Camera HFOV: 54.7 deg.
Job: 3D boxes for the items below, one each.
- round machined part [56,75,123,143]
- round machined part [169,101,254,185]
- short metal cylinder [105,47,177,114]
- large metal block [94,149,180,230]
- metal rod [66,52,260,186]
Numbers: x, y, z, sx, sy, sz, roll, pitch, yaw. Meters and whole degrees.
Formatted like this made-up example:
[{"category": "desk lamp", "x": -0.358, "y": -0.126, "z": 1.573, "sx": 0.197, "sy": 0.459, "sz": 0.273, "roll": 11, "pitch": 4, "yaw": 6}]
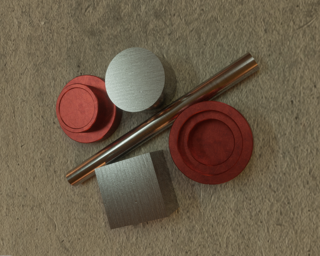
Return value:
[{"category": "round machined part", "x": -0.106, "y": -0.027, "z": 0.438, "sx": 0.098, "sy": 0.042, "sz": 0.097, "roll": 0, "pitch": 90, "yaw": 20}, {"category": "round machined part", "x": 0.064, "y": 0.017, "z": 0.378, "sx": 0.098, "sy": 0.042, "sz": 0.097, "roll": 0, "pitch": 90, "yaw": 20}, {"category": "short metal cylinder", "x": -0.023, "y": -0.060, "z": 0.405, "sx": 0.080, "sy": 0.050, "sz": 0.079, "roll": 0, "pitch": 90, "yaw": 20}, {"category": "large metal block", "x": -0.029, "y": 0.079, "z": 0.408, "sx": 0.080, "sy": 0.050, "sz": 0.080, "roll": -18, "pitch": 84, "yaw": 19}, {"category": "metal rod", "x": -0.008, "y": -0.003, "z": 0.414, "sx": 0.300, "sy": 0.025, "sz": 0.025, "roll": -33, "pitch": 80, "yaw": 16}]
